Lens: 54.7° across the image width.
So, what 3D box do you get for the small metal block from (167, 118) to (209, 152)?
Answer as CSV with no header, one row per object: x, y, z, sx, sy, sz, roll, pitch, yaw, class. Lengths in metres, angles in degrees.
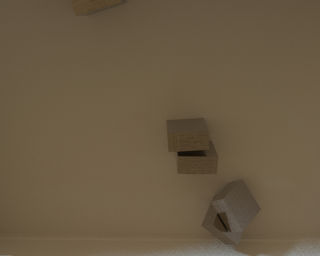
0.035,0.008,0.401,0.050,0.050,0.025,-4,110,1,small metal block

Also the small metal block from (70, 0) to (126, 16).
-0.068,-0.145,0.344,0.050,0.050,0.025,-15,110,5,small metal block

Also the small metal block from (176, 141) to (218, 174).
0.047,0.038,0.412,0.050,0.050,0.025,1,110,0,small metal block

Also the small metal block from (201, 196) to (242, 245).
0.094,0.132,0.445,0.050,0.050,0.025,40,147,-14,small metal block

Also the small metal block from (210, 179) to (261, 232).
0.106,0.107,0.430,0.050,0.050,0.025,58,142,0,small metal block
